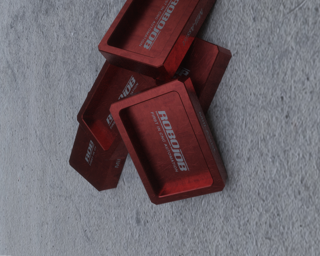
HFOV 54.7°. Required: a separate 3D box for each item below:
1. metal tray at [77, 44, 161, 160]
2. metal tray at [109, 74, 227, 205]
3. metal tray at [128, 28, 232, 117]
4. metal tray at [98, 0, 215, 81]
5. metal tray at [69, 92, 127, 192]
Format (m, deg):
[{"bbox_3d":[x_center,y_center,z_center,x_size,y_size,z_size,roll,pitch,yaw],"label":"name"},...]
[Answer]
[{"bbox_3d":[-0.052,-0.033,0.405,0.090,0.030,0.129,49,118,28],"label":"metal tray"},{"bbox_3d":[0.011,0.016,0.348,0.090,0.030,0.129,-18,103,22],"label":"metal tray"},{"bbox_3d":[0.014,-0.076,0.390,0.130,0.030,0.089,34,110,34],"label":"metal tray"},{"bbox_3d":[-0.001,-0.125,0.358,0.090,0.030,0.130,22,76,27],"label":"metal tray"},{"bbox_3d":[-0.088,0.018,0.472,0.090,0.030,0.129,31,109,35],"label":"metal tray"}]
